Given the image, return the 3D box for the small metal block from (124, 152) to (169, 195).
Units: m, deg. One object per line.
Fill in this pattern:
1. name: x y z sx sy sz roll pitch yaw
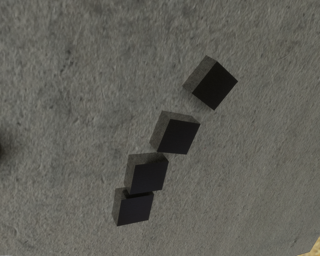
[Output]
1. small metal block: -0.020 0.063 0.437 0.050 0.025 0.050 -2 120 -28

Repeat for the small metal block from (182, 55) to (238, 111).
1. small metal block: 0.066 -0.059 0.409 0.050 0.025 0.050 31 101 -38

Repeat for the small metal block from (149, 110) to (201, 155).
1. small metal block: 0.020 0.007 0.424 0.050 0.025 0.050 8 114 -33

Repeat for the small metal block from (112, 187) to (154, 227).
1. small metal block: -0.041 0.113 0.456 0.050 0.025 0.050 -3 120 -27
